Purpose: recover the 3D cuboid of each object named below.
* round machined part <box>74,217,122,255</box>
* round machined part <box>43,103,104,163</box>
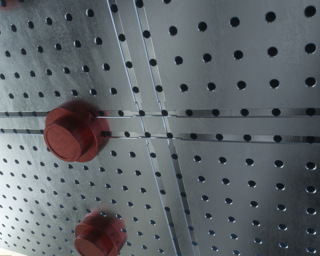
[{"bbox_3d":[-0.126,0.224,0.603,0.098,0.042,0.097,13,124,20],"label":"round machined part"},{"bbox_3d":[-0.139,0.014,0.480,0.098,0.042,0.097,13,124,20],"label":"round machined part"}]
